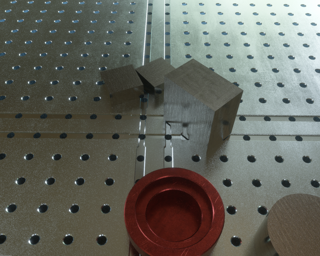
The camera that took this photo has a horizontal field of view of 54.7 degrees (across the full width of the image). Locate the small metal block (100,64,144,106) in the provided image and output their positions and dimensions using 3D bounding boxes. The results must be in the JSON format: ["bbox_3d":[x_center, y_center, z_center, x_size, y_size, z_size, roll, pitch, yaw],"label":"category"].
[{"bbox_3d":[-0.056,-0.065,0.461,0.050,0.025,0.050,-17,52,-14],"label":"small metal block"}]

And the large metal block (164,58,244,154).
[{"bbox_3d":[0.051,-0.028,0.396,0.050,0.080,0.080,-35,59,-26],"label":"large metal block"}]

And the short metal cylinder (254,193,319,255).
[{"bbox_3d":[0.138,0.111,0.300,0.081,0.050,0.080,0,50,0],"label":"short metal cylinder"}]

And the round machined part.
[{"bbox_3d":[0.014,0.093,0.319,0.099,0.042,0.098,0,50,0],"label":"round machined part"}]

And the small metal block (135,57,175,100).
[{"bbox_3d":[-0.003,-0.077,0.472,0.050,0.025,0.050,-30,56,-23],"label":"small metal block"}]
